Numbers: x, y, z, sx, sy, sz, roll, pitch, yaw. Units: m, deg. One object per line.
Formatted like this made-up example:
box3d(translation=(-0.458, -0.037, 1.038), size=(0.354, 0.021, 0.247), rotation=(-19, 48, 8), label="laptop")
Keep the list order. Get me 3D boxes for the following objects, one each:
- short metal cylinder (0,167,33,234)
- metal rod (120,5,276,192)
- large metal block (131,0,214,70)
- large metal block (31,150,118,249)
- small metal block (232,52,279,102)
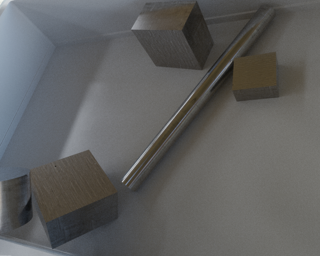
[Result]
box3d(translation=(-0.177, 0.073, 0.321), size=(0.080, 0.080, 0.050), rotation=(1, 95, 28), label="short metal cylinder")
box3d(translation=(0.054, -0.044, 0.403), size=(0.025, 0.025, 0.300), rotation=(32, 79, 38), label="metal rod")
box3d(translation=(0.020, -0.129, 0.438), size=(0.080, 0.080, 0.050), rotation=(12, 68, 33), label="large metal block")
box3d(translation=(-0.105, 0.081, 0.370), size=(0.081, 0.050, 0.080), rotation=(-19, 45, -28), label="large metal block")
box3d(translation=(0.118, -0.063, 0.382), size=(0.050, 0.025, 0.050), rotation=(-4, 60, 26), label="small metal block")
